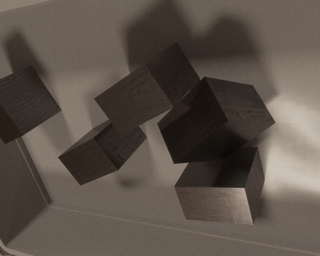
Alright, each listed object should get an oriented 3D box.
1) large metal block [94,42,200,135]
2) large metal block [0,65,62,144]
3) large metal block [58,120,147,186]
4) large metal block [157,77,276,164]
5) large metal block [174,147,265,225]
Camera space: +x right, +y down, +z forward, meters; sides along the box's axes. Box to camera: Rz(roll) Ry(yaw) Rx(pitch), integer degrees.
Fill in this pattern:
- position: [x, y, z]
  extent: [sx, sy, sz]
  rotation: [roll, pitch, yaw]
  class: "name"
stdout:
- position: [-0.013, -0.045, 0.351]
  extent: [0.080, 0.080, 0.050]
  rotation: [-26, 104, 37]
  class: "large metal block"
- position: [-0.210, -0.035, 0.459]
  extent: [0.050, 0.080, 0.080]
  rotation: [-19, 108, 35]
  class: "large metal block"
- position: [-0.078, 0.027, 0.429]
  extent: [0.080, 0.080, 0.050]
  rotation: [-26, 105, 36]
  class: "large metal block"
- position: [0.058, -0.005, 0.329]
  extent: [0.080, 0.081, 0.050]
  rotation: [-44, 58, 39]
  class: "large metal block"
- position: [0.075, 0.066, 0.374]
  extent: [0.080, 0.080, 0.050]
  rotation: [-5, 116, 30]
  class: "large metal block"
